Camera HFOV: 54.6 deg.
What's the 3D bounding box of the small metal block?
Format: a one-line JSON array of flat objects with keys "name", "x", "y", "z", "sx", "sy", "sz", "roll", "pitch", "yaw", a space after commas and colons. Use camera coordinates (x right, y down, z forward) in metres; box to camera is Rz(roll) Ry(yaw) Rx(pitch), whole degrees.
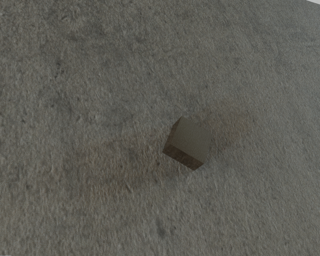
[{"name": "small metal block", "x": 0.037, "y": 0.020, "z": 0.411, "sx": 0.050, "sy": 0.025, "sz": 0.050, "roll": 31, "pitch": 52, "yaw": -9}]
